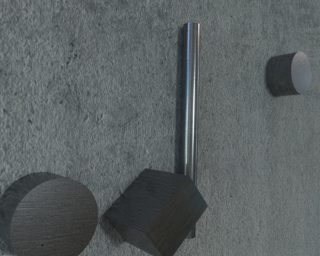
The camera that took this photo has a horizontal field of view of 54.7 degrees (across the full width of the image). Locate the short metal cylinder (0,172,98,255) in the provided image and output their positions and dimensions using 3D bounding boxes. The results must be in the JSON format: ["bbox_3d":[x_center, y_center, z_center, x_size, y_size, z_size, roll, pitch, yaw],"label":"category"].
[{"bbox_3d":[-0.108,0.085,0.298,0.081,0.050,0.079,0,90,-40],"label":"short metal cylinder"}]

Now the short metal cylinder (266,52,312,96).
[{"bbox_3d":[0.249,-0.103,0.597,0.081,0.050,0.079,0,90,-40],"label":"short metal cylinder"}]

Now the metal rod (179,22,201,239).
[{"bbox_3d":[0.041,0.003,0.439,0.025,0.025,0.298,2,89,-40],"label":"metal rod"}]

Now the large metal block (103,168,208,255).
[{"bbox_3d":[-0.005,0.097,0.365,0.080,0.080,0.050,-46,118,-30],"label":"large metal block"}]
